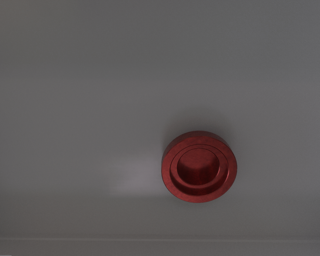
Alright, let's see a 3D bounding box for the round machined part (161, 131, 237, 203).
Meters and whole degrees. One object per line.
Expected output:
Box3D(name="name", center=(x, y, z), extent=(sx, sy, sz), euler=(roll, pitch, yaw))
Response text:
Box3D(name="round machined part", center=(0.051, 0.049, 0.420), extent=(0.099, 0.042, 0.097), euler=(0, 110, 0))
